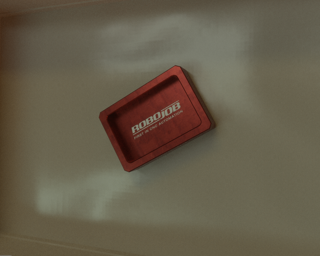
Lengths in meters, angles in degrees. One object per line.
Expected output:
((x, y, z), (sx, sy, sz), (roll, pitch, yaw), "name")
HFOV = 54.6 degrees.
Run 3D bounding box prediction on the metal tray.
((-0.006, -0.010, 0.407), (0.130, 0.030, 0.090), (-30, 81, 17), "metal tray")
